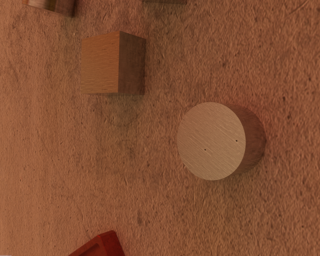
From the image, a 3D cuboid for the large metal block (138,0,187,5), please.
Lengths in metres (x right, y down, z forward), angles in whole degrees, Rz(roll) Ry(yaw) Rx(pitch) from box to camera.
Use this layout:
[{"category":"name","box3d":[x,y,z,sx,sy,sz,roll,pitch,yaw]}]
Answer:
[{"category":"large metal block","box3d":[-0.003,-0.206,0.391,0.080,0.050,0.079,22,104,38]}]

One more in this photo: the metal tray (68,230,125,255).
[{"category":"metal tray","box3d":[-0.102,0.229,0.486,0.129,0.030,0.090,-41,65,32]}]

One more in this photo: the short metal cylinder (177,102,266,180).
[{"category":"short metal cylinder","box3d":[0.066,0.013,0.335,0.080,0.050,0.080,0,90,40]}]

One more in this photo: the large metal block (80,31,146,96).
[{"category":"large metal block","box3d":[-0.068,-0.088,0.445,0.080,0.050,0.079,3,92,40]}]

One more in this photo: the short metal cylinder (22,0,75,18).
[{"category":"short metal cylinder","box3d":[-0.185,-0.223,0.522,0.080,0.081,0.050,25,106,37]}]
